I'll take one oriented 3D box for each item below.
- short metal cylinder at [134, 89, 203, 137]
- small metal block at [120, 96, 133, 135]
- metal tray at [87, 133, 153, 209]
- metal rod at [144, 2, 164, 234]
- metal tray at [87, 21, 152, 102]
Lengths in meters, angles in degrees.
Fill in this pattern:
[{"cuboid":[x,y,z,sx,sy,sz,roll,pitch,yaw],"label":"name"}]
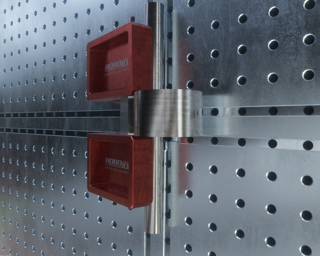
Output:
[{"cuboid":[0.010,-0.016,0.361,0.080,0.081,0.050,0,90,40],"label":"short metal cylinder"},{"cuboid":[-0.037,-0.016,0.421,0.050,0.025,0.050,-177,88,-71],"label":"small metal block"},{"cuboid":[-0.060,0.053,0.433,0.130,0.030,0.089,1,91,52],"label":"metal tray"},{"cuboid":[-0.008,-0.013,0.410,0.025,0.025,0.298,0,90,40],"label":"metal rod"},{"cuboid":[-0.061,-0.086,0.434,0.130,0.030,0.089,0,90,52],"label":"metal tray"}]
